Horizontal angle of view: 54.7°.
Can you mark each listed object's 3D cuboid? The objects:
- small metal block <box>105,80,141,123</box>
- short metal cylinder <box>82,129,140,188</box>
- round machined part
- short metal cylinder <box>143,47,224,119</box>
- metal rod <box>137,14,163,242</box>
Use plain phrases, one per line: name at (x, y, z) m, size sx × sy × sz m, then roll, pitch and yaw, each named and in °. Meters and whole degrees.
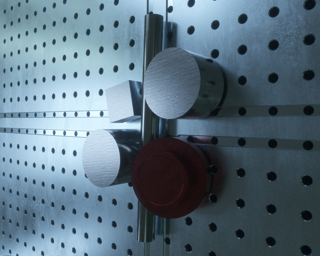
small metal block at (-0.050, -0.037, 0.445) m, size 0.050 × 0.025 × 0.050 m, roll -14°, pitch 81°, yaw 39°
short metal cylinder at (-0.066, 0.041, 0.442) m, size 0.080 × 0.050 × 0.079 m, roll 0°, pitch 90°, yaw 40°
round machined part at (0.008, 0.060, 0.371) m, size 0.098 × 0.042 × 0.097 m, roll 0°, pitch 89°, yaw 24°
short metal cylinder at (0.027, -0.050, 0.365) m, size 0.080 × 0.050 × 0.079 m, roll 0°, pitch 90°, yaw 40°
metal rod at (-0.014, 0.001, 0.415) m, size 0.025 × 0.025 × 0.298 m, roll 4°, pitch 92°, yaw 40°
